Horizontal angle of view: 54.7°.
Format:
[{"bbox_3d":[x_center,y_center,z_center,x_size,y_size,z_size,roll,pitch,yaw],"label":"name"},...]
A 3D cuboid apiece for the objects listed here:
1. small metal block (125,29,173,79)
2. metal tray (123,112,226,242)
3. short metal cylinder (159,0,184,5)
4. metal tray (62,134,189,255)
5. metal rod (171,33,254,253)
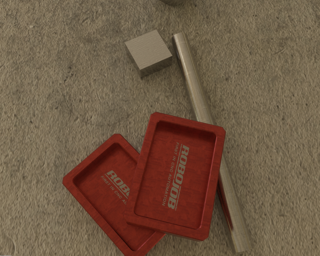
[{"bbox_3d":[-0.016,-0.107,0.447,0.050,0.025,0.050,-26,72,-9],"label":"small metal block"},{"bbox_3d":[0.019,0.053,0.354,0.090,0.030,0.130,13,68,2],"label":"metal tray"},{"bbox_3d":[0.017,-0.235,0.465,0.080,0.080,0.050,30,73,10],"label":"short metal cylinder"},{"bbox_3d":[-0.041,0.081,0.375,0.090,0.030,0.130,-42,76,-14],"label":"metal tray"},{"bbox_3d":[0.062,0.004,0.407,0.025,0.025,0.299,-12,71,-5],"label":"metal rod"}]
